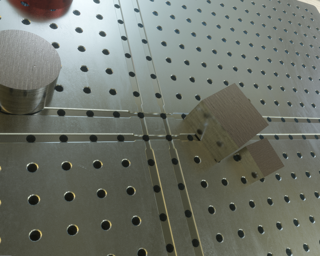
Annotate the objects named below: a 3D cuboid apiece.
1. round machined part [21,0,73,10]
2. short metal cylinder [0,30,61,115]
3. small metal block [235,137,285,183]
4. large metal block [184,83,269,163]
[{"bbox_3d":[-0.168,-0.221,0.442,0.099,0.042,0.098,14,56,-21],"label":"round machined part"},{"bbox_3d":[-0.157,-0.062,0.346,0.081,0.050,0.080,14,56,-21],"label":"short metal cylinder"},{"bbox_3d":[0.149,0.047,0.462,0.050,0.025,0.050,-16,71,-35],"label":"small metal block"},{"bbox_3d":[0.097,-0.009,0.452,0.081,0.050,0.080,-29,78,-38],"label":"large metal block"}]
